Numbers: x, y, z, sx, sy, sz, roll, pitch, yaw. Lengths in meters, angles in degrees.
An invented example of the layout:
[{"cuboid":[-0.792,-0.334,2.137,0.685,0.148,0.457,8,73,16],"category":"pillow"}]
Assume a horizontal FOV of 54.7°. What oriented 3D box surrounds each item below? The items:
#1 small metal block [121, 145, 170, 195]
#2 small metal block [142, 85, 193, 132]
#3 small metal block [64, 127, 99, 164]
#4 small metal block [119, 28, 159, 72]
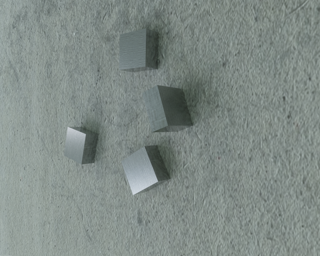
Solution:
[{"cuboid":[-0.020,0.057,0.422,0.050,0.025,0.050,-35,69,34],"category":"small metal block"},{"cuboid":[0.010,-0.022,0.380,0.025,0.050,0.050,-23,75,38],"category":"small metal block"},{"cuboid":[-0.131,0.028,0.513,0.050,0.025,0.050,17,101,38],"category":"small metal block"},{"cuboid":[-0.030,-0.106,0.430,0.050,0.025,0.050,2,92,40],"category":"small metal block"}]
